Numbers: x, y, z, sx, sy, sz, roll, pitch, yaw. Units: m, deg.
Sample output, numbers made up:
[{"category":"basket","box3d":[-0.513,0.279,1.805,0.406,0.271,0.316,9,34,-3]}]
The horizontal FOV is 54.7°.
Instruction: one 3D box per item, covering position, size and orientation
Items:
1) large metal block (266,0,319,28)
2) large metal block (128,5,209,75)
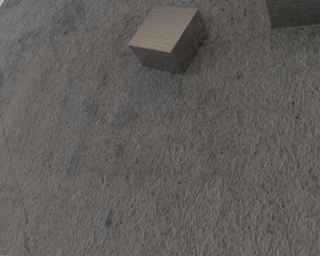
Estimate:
[{"category":"large metal block","box3d":[0.188,-0.180,0.399,0.080,0.050,0.080,5,64,30]},{"category":"large metal block","box3d":[0.013,-0.132,0.462,0.080,0.050,0.080,21,73,35]}]
